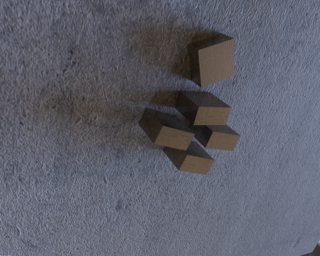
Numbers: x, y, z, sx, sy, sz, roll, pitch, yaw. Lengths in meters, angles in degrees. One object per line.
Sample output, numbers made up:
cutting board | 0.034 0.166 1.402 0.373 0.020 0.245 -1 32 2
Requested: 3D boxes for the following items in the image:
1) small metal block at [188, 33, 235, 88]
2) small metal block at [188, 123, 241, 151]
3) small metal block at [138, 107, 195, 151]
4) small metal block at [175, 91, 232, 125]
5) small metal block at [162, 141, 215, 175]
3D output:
small metal block | 0.065 -0.085 0.390 0.050 0.025 0.050 -22 127 -16
small metal block | 0.075 0.007 0.435 0.050 0.050 0.025 8 114 -32
small metal block | 0.008 0.001 0.396 0.050 0.050 0.025 14 111 -34
small metal block | 0.055 -0.027 0.404 0.050 0.050 0.025 0 119 -28
small metal block | 0.040 0.038 0.436 0.050 0.050 0.025 14 111 -34
